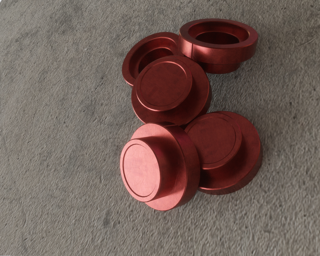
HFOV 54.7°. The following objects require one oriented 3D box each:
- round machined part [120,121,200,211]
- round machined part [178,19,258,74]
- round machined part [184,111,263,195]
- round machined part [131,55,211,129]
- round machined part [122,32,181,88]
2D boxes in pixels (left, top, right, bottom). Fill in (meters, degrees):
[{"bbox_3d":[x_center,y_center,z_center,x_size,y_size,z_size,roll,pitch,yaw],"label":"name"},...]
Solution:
[{"bbox_3d":[-0.007,0.043,0.338,0.098,0.042,0.097,8,101,47],"label":"round machined part"},{"bbox_3d":[0.073,-0.104,0.401,0.099,0.042,0.098,0,39,0],"label":"round machined part"},{"bbox_3d":[0.062,0.022,0.348,0.098,0.042,0.098,-13,56,20],"label":"round machined part"},{"bbox_3d":[0.010,-0.045,0.373,0.098,0.042,0.098,-6,71,17],"label":"round machined part"},{"bbox_3d":[-0.002,-0.087,0.448,0.098,0.042,0.098,-13,56,20],"label":"round machined part"}]
